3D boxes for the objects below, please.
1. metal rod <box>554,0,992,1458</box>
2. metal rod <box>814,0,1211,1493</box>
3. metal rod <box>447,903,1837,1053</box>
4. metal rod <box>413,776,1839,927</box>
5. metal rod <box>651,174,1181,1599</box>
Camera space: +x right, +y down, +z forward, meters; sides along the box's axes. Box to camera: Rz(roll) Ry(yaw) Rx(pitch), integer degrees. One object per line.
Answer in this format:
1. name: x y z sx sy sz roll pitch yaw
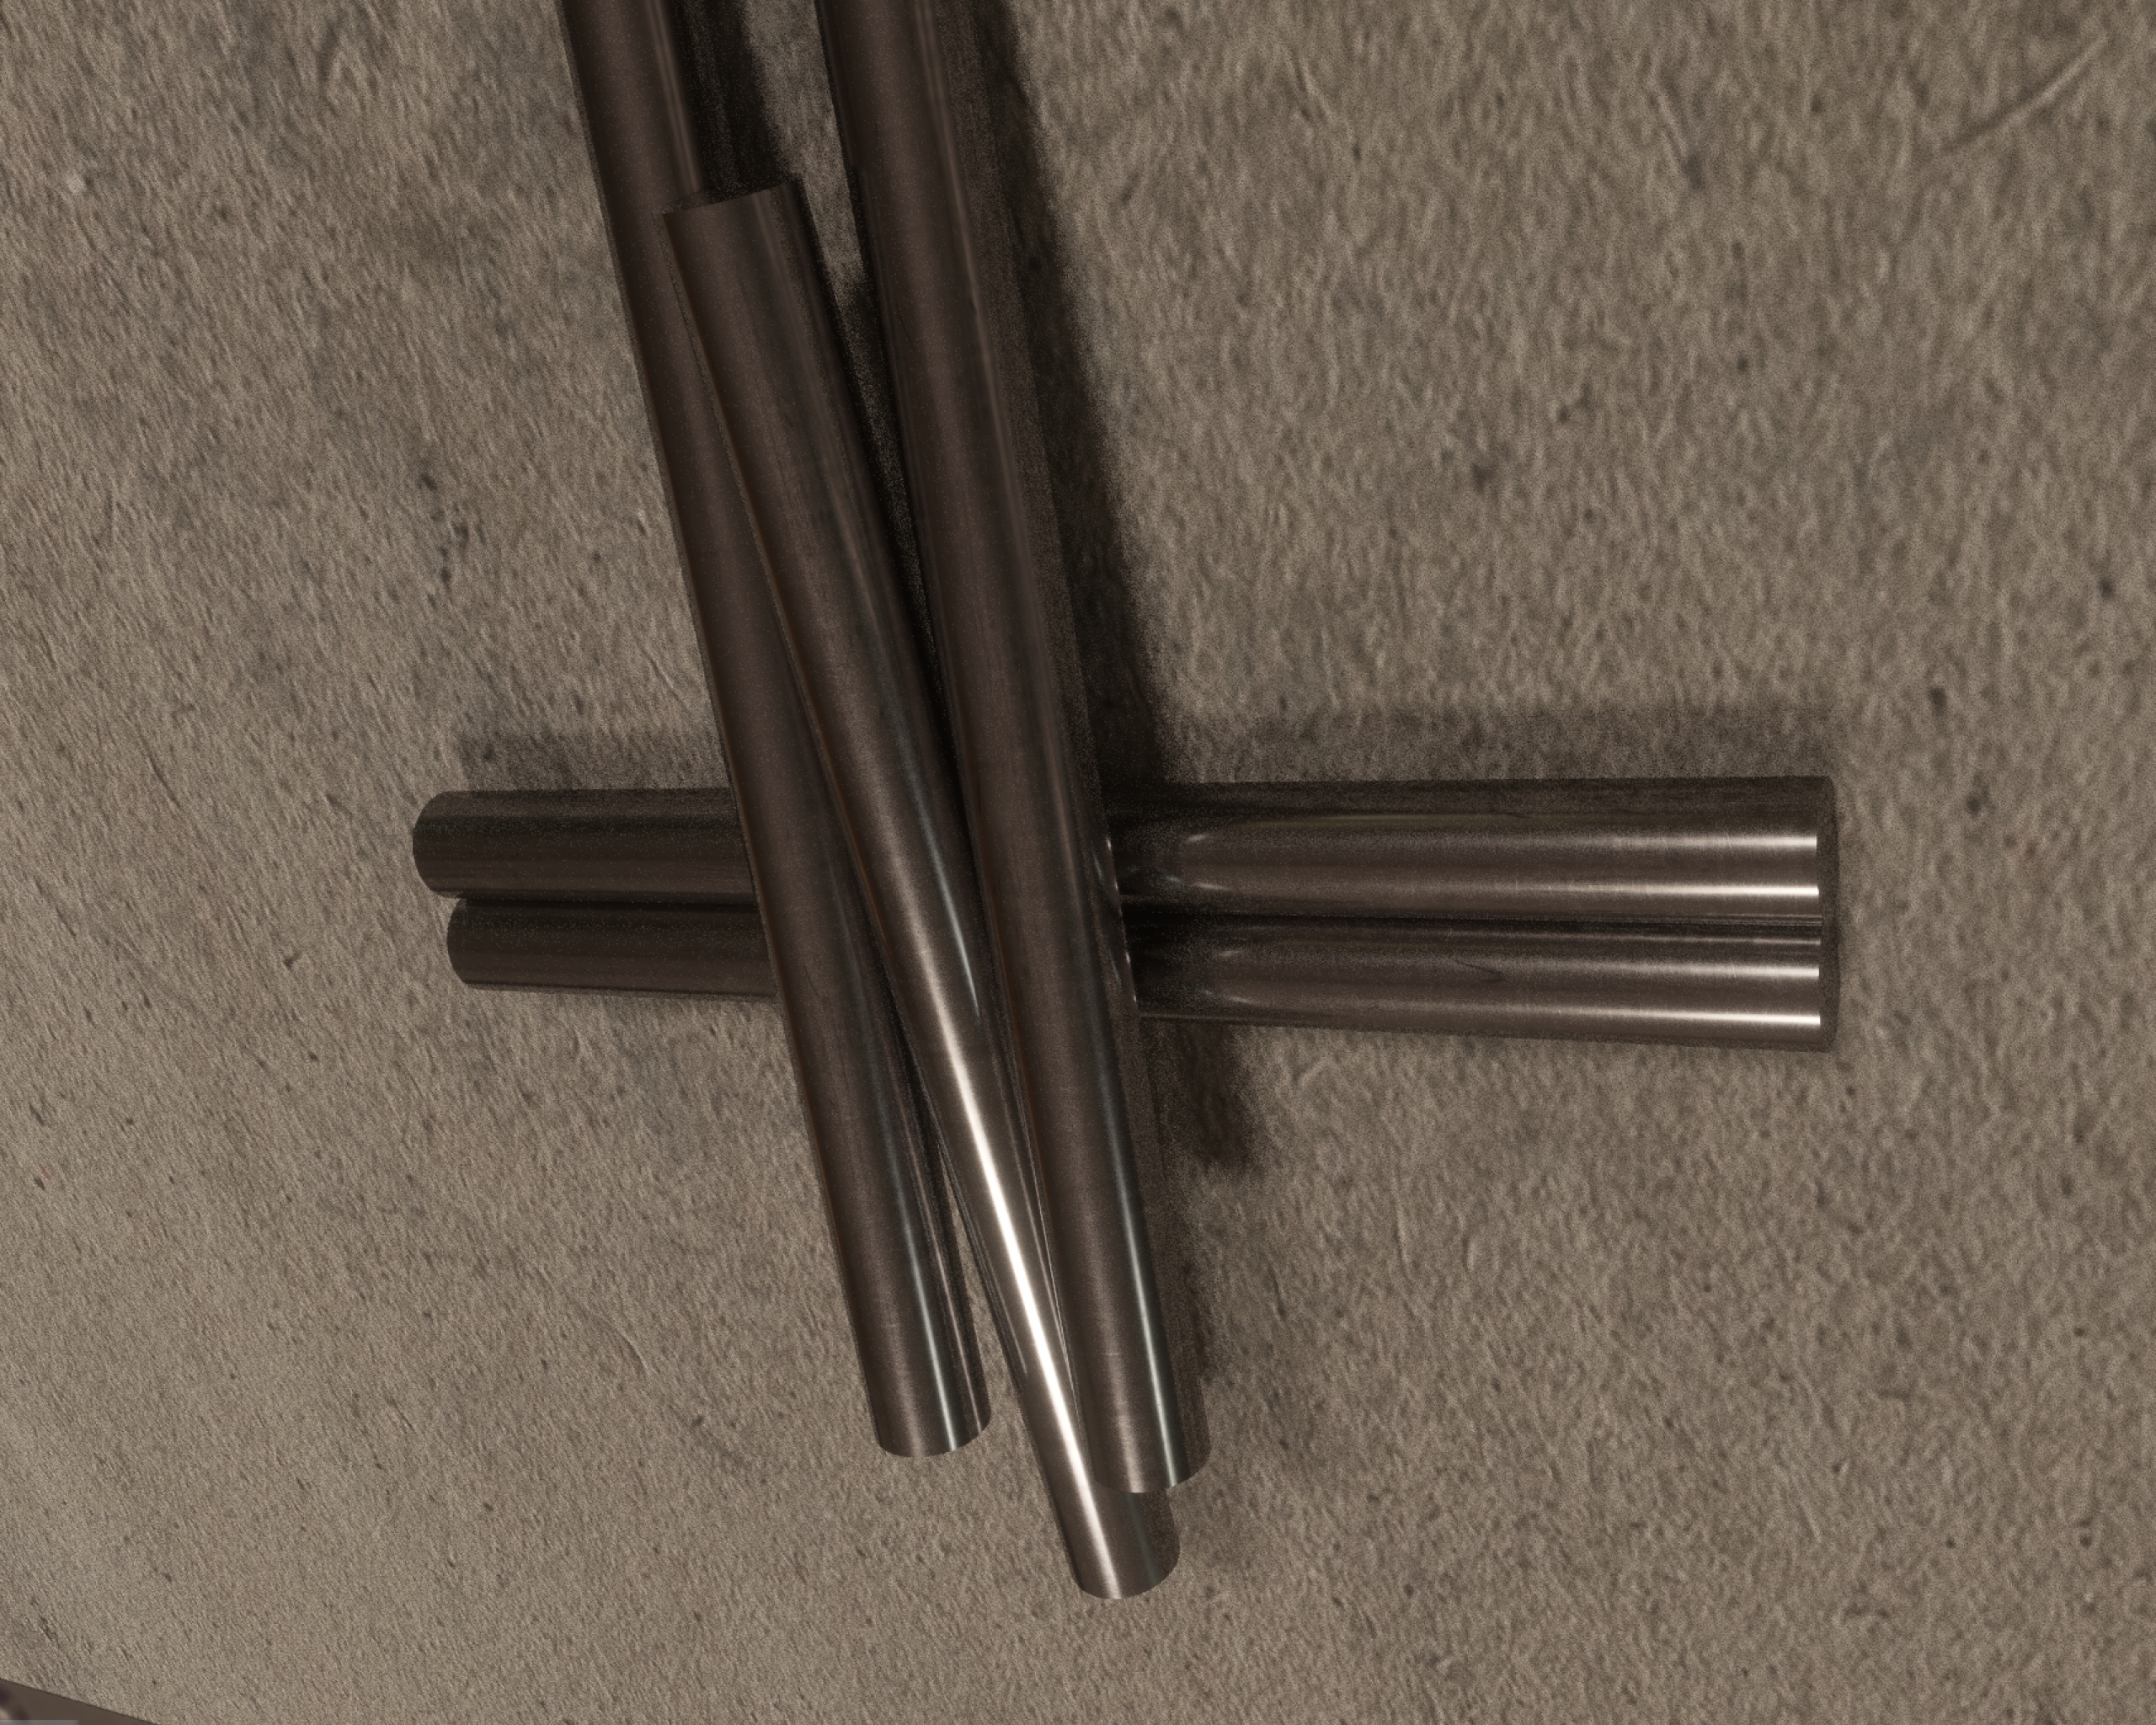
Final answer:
1. metal rod: -0.054 -0.021 0.395 0.025 0.025 0.298 0 111 28
2. metal rod: -0.010 -0.021 0.371 0.025 0.025 0.298 0 111 28
3. metal rod: -0.006 0.019 0.423 0.300 0.025 0.025 0 119 27
4. metal rod: -0.010 -0.003 0.411 0.300 0.025 0.025 0 119 27
5. metal rod: -0.023 0.023 0.400 0.025 0.025 0.298 0 118 28
